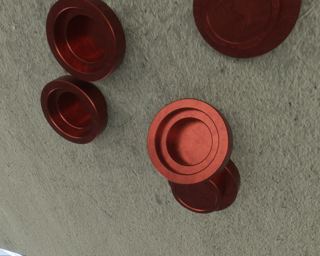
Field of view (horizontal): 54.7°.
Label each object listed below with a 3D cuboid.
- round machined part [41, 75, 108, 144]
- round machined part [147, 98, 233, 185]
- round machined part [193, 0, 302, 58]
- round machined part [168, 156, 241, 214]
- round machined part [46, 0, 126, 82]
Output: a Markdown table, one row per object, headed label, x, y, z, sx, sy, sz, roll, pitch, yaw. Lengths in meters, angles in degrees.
| label | x | y | z | sx | sy | sz | roll | pitch | yaw |
| --- | --- | --- | --- | --- | --- | --- | --- | --- | --- |
| round machined part | -0.115 | -0.029 | 0.439 | 0.098 | 0.042 | 0.097 | 13 | 124 | 21 |
| round machined part | 0.038 | 0.017 | 0.367 | 0.098 | 0.042 | 0.097 | -3 | 82 | 25 |
| round machined part | 0.077 | -0.112 | 0.286 | 0.098 | 0.042 | 0.097 | 13 | 124 | 21 |
| round machined part | 0.054 | 0.075 | 0.414 | 0.098 | 0.042 | 0.097 | 13 | 124 | 21 |
| round machined part | -0.084 | -0.109 | 0.373 | 0.098 | 0.042 | 0.097 | 13 | 124 | 21 |
